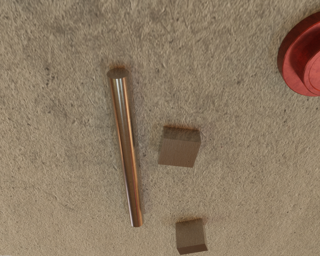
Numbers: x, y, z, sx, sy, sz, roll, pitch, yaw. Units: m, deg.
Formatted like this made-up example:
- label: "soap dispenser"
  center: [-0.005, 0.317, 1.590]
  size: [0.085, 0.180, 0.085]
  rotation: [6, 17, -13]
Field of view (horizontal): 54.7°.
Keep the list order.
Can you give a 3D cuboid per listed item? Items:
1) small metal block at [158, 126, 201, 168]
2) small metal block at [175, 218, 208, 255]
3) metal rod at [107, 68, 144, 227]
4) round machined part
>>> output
- label: "small metal block"
  center: [0.026, 0.027, 0.431]
  size: [0.050, 0.025, 0.050]
  rotation: [7, 130, -6]
- label: "small metal block"
  center: [0.056, 0.196, 0.559]
  size: [0.050, 0.050, 0.025]
  rotation: [-14, 129, 11]
- label: "metal rod"
  center: [-0.044, 0.051, 0.449]
  size: [0.025, 0.025, 0.298]
  rotation: [-1, 130, 1]
- label: "round machined part"
  center: [0.184, -0.074, 0.336]
  size: [0.099, 0.042, 0.097]
  rotation: [-1, 130, 0]
